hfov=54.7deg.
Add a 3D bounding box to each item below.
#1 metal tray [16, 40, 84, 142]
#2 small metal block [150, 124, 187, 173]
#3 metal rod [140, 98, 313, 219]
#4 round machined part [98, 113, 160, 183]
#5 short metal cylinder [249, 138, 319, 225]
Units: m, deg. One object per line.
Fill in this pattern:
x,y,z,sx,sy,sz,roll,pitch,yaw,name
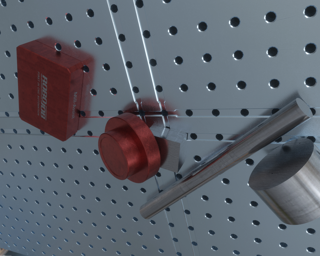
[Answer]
-0.165,-0.052,0.460,0.090,0.030,0.129,26,127,11,metal tray
0.007,0.028,0.424,0.050,0.025,0.050,15,125,19,small metal block
0.063,0.058,0.412,0.025,0.025,0.299,45,129,-3,metal rod
-0.048,0.031,0.421,0.098,0.042,0.097,28,130,39,round machined part
0.145,0.056,0.334,0.050,0.080,0.080,48,129,-6,short metal cylinder
